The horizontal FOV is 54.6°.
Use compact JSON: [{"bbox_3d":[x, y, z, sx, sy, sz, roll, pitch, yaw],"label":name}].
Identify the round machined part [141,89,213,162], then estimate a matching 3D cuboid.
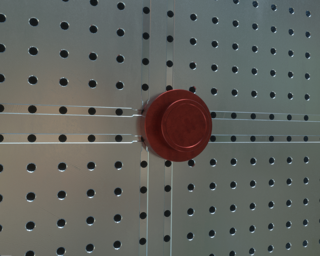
[{"bbox_3d":[0.027,-0.003,0.413,0.099,0.042,0.097,0,90,-20],"label":"round machined part"}]
